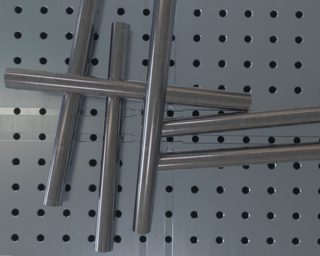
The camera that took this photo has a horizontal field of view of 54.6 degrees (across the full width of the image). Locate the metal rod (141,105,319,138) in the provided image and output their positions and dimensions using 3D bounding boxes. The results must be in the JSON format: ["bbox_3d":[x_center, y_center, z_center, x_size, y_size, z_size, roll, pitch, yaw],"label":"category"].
[{"bbox_3d":[0.126,-0.011,0.414,0.302,0.025,0.025,-5,90,0],"label":"metal rod"}]

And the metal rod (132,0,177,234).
[{"bbox_3d":[-0.009,-0.008,0.377,0.025,0.025,0.298,6,104,0],"label":"metal rod"}]

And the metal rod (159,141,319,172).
[{"bbox_3d":[0.145,0.035,0.414,0.302,0.025,0.025,-4,90,0],"label":"metal rod"}]

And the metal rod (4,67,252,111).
[{"bbox_3d":[-0.031,-0.047,0.391,0.302,0.025,0.025,5,90,-9],"label":"metal rod"}]

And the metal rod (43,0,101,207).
[{"bbox_3d":[-0.115,-0.046,0.412,0.025,0.025,0.299,11,90,0],"label":"metal rod"}]

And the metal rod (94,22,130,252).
[{"bbox_3d":[-0.063,0.012,0.412,0.025,0.025,0.298,4,90,0],"label":"metal rod"}]
